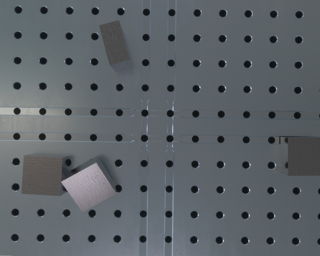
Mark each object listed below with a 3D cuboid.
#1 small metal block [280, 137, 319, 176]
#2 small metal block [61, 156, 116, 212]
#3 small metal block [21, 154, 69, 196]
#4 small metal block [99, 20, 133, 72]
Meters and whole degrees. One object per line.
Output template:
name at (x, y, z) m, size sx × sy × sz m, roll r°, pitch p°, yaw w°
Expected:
small metal block at (0.191, 0.037, 0.415) m, size 0.050 × 0.025 × 0.050 m, roll 0°, pitch 90°, yaw 0°
small metal block at (-0.092, 0.073, 0.407) m, size 0.050 × 0.025 × 0.050 m, roll -29°, pitch 106°, yaw 0°
small metal block at (-0.152, 0.062, 0.413) m, size 0.050 × 0.025 × 0.050 m, roll 3°, pitch 90°, yaw 0°
small metal block at (-0.055, -0.104, 0.400) m, size 0.025 × 0.050 × 0.050 m, roll -15°, pitch 90°, yaw 0°
